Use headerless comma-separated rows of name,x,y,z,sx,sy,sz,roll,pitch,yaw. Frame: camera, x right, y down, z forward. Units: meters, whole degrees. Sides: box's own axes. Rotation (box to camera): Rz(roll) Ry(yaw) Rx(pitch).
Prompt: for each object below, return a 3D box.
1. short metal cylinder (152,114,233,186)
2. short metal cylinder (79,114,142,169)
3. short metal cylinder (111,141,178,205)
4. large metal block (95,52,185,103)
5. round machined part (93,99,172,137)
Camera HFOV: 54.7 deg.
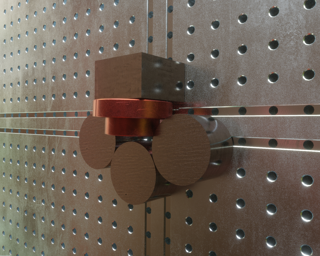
short metal cylinder,0.037,0.024,0.363,0.080,0.050,0.079,0,90,40
short metal cylinder,-0.073,0.018,0.454,0.080,0.050,0.079,0,90,40
short metal cylinder,-0.019,0.057,0.410,0.080,0.050,0.079,0,90,40
large metal block,-0.025,-0.059,0.394,0.080,0.081,0.050,1,91,40
round machined part,-0.034,-0.012,0.388,0.098,0.099,0.042,3,91,40
